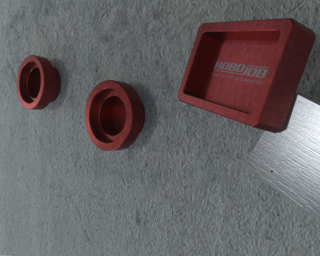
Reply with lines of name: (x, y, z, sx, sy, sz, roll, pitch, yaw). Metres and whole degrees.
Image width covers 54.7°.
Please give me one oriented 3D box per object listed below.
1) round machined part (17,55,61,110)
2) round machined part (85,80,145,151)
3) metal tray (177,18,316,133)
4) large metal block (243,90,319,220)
round machined part: (-0.221, -0.082, 0.572, 0.098, 0.042, 0.097, 0, 90, 39)
round machined part: (-0.060, -0.017, 0.441, 0.098, 0.042, 0.097, 0, 90, 39)
metal tray: (0.073, -0.056, 0.304, 0.130, 0.030, 0.089, 29, 104, 59)
large metal block: (0.137, 0.022, 0.275, 0.080, 0.050, 0.079, 38, 113, 33)
